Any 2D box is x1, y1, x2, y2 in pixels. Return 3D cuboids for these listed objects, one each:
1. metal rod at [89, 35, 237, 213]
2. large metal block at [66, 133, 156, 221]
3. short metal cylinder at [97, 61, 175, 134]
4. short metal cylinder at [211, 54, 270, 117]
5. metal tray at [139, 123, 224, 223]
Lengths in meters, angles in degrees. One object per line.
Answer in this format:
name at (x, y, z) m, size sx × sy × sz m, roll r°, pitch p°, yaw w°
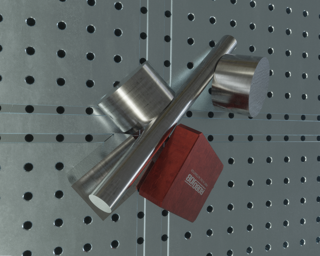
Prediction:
metal rod at (0.023, -0.028, 0.365) m, size 0.025 × 0.025 × 0.301 m, roll 49°, pitch 54°, yaw -14°
large metal block at (-0.058, 0.051, 0.362) m, size 0.080 × 0.080 × 0.050 m, roll -41°, pitch 104°, yaw -15°
short metal cylinder at (-0.029, -0.036, 0.373) m, size 0.080 × 0.080 × 0.050 m, roll -45°, pitch 105°, yaw -15°
short metal cylinder at (0.111, -0.058, 0.420) m, size 0.081 × 0.050 × 0.079 m, roll -29°, pitch 126°, yaw -50°
metal tray at (0.033, 0.061, 0.381) m, size 0.090 × 0.030 × 0.130 m, roll -59°, pitch 149°, yaw -10°
